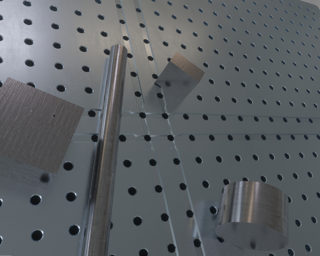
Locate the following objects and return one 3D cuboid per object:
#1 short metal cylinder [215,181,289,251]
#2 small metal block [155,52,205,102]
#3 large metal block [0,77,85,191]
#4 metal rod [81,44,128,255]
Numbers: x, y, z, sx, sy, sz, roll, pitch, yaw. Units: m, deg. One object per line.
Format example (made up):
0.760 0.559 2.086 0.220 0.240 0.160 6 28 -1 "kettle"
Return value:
0.109 0.105 0.368 0.080 0.080 0.050 27 53 -12 "short metal cylinder"
0.029 -0.074 0.453 0.050 0.050 0.025 35 51 -5 "small metal block"
-0.134 0.007 0.316 0.080 0.050 0.080 23 53 -14 "large metal block"
-0.061 0.017 0.364 0.025 0.025 0.299 14 56 -20 "metal rod"
